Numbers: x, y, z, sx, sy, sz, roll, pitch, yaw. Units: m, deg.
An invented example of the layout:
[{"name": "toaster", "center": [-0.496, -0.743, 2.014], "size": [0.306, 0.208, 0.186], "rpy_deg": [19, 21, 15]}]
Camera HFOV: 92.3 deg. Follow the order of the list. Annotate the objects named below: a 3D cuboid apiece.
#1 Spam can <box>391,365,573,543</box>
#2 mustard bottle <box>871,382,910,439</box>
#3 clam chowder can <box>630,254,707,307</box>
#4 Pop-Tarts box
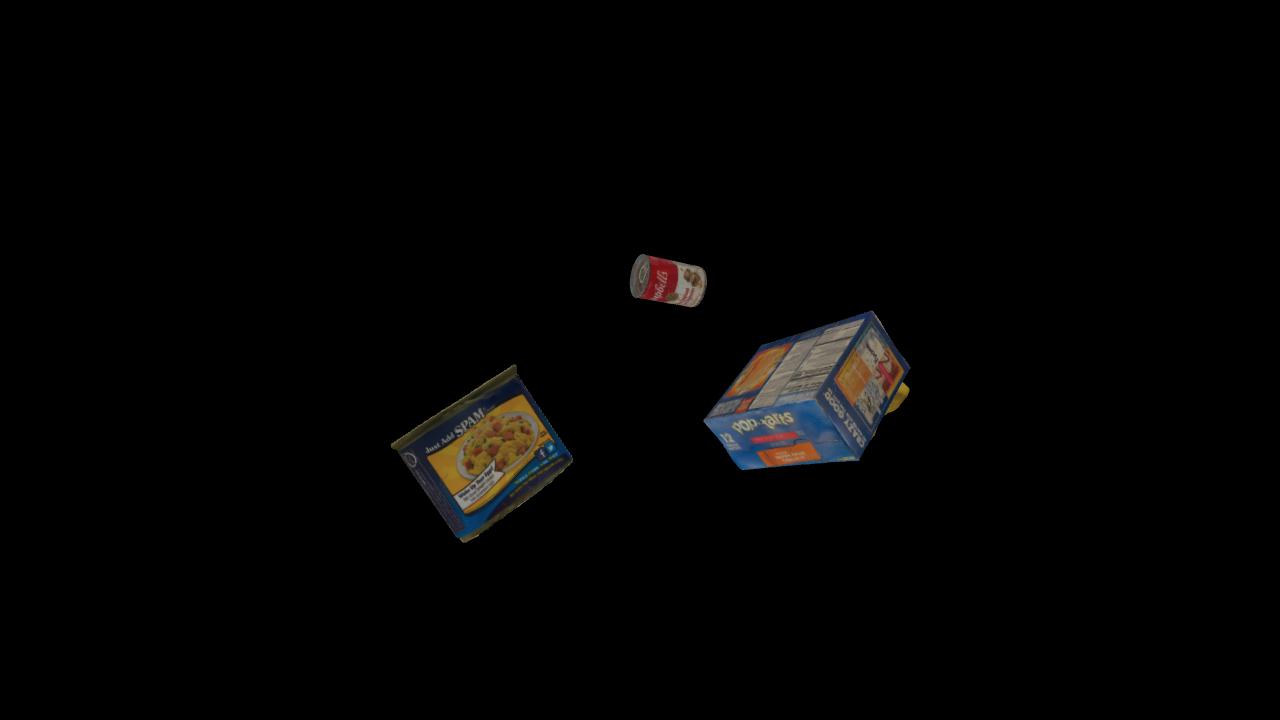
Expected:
[{"name": "Spam can", "center": [-0.111, 0.067, 0.445], "size": [0.101, 0.085, 0.058], "rpy_deg": [-35, 5, -21]}, {"name": "mustard bottle", "center": [0.342, 0.093, 0.995], "size": [0.092, 0.184, 0.054], "rpy_deg": [34, 30, 12]}, {"name": "clam chowder can", "center": [0.044, -0.121, 0.953], "size": [0.102, 0.068, 0.068], "rpy_deg": [7, -3, -25]}, {"name": "Pop-Tarts box", "center": [0.177, 0.038, 0.664], "size": [0.141, 0.083, 0.167], "rpy_deg": [-47, 14, -32]}]
